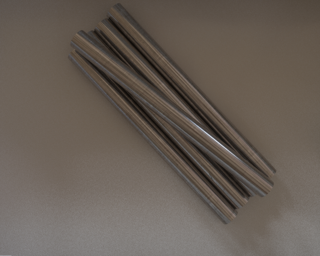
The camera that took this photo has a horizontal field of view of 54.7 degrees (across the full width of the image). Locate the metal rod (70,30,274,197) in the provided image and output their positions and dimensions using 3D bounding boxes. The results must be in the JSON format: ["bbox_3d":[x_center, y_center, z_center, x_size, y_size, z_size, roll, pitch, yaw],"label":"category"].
[{"bbox_3d":[0.015,-0.017,0.384,0.300,0.025,0.025,39,90,0],"label":"metal rod"}]

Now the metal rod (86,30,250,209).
[{"bbox_3d":[0.006,-0.011,0.410,0.025,0.025,0.300,-43,90,0],"label":"metal rod"}]

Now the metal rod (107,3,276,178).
[{"bbox_3d":[0.042,-0.046,0.410,0.025,0.025,0.300,-43,90,0],"label":"metal rod"}]

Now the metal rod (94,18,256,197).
[{"bbox_3d":[0.025,-0.026,0.410,0.025,0.025,0.300,-43,90,0],"label":"metal rod"}]

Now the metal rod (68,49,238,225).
[{"bbox_3d":[-0.009,0.009,0.410,0.025,0.025,0.300,-43,90,0],"label":"metal rod"}]
